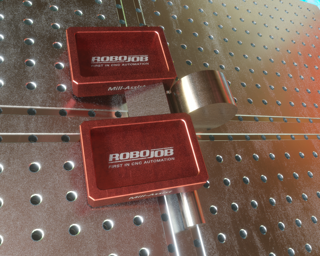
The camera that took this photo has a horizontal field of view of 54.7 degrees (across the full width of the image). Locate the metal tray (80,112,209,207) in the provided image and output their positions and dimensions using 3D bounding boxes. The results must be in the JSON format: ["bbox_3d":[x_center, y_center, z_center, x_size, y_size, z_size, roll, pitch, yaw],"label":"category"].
[{"bbox_3d":[-0.020,0.032,0.352,0.131,0.030,0.090,-6,64,-17],"label":"metal tray"}]

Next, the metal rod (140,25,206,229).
[{"bbox_3d":[0.008,-0.019,0.419,0.025,0.025,0.299,0,62,-28],"label":"metal rod"}]

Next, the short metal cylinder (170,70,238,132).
[{"bbox_3d":[0.058,-0.034,0.421,0.081,0.080,0.050,0,62,-28],"label":"short metal cylinder"}]

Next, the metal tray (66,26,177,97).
[{"bbox_3d":[-0.052,-0.090,0.410,0.131,0.030,0.090,-6,64,-17],"label":"metal tray"}]

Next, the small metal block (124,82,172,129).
[{"bbox_3d":[-0.015,-0.026,0.398,0.050,0.025,0.050,-13,65,0],"label":"small metal block"}]
